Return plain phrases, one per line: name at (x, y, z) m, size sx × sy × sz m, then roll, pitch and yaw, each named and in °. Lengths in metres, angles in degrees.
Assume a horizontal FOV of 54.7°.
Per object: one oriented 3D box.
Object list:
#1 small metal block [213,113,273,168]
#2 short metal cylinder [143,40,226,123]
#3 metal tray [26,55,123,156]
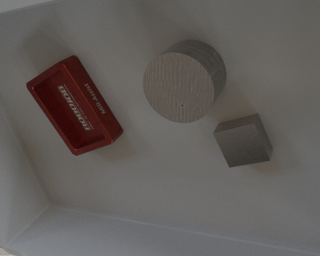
small metal block at (0.098, 0.016, 0.366) m, size 0.050 × 0.025 × 0.050 m, roll -16°, pitch 110°, yaw 34°
short metal cylinder at (0.028, -0.052, 0.345) m, size 0.080 × 0.050 × 0.079 m, roll 13°, pitch 124°, yaw 20°
metal tray at (-0.124, -0.028, 0.451) m, size 0.090 × 0.030 × 0.130 m, roll -19°, pitch 109°, yaw 35°
